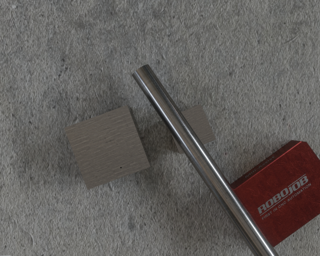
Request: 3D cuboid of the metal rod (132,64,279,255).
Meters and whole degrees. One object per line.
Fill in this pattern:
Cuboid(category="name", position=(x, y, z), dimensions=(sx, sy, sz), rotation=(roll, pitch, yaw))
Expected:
Cuboid(category="metal rod", position=(0.059, 0.051, 0.382), dimensions=(0.025, 0.025, 0.299), rotation=(-34, 88, 0))

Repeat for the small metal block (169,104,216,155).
Cuboid(category="small metal block", position=(0.039, 0.001, 0.411), dimensions=(0.050, 0.025, 0.050), rotation=(-23, 90, -1))

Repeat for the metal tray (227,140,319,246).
Cuboid(category="metal tray", position=(0.158, 0.088, 0.410), dimensions=(0.130, 0.030, 0.090), rotation=(-36, 90, -1))

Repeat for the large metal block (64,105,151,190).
Cuboid(category="large metal block", position=(-0.063, 0.023, 0.397), dimensions=(0.080, 0.050, 0.080), rotation=(-20, 90, -1))
